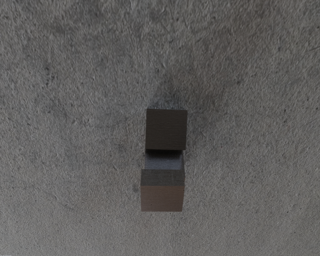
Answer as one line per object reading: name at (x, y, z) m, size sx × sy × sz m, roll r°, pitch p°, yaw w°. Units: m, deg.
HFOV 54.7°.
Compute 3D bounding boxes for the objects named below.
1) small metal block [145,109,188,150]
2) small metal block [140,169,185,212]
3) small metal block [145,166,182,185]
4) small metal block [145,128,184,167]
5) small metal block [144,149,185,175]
small metal block at (0.008, 0.001, 0.394) m, size 0.050 × 0.025 × 0.050 m, roll 2°, pitch 94°, yaw -2°
small metal block at (0.003, 0.076, 0.375) m, size 0.050 × 0.025 × 0.050 m, roll 1°, pitch 130°, yaw -1°
small metal block at (0.004, 0.069, 0.451) m, size 0.050 × 0.025 × 0.050 m, roll 2°, pitch 171°, yaw -2°
small metal block at (0.005, 0.028, 0.433) m, size 0.050 × 0.025 × 0.050 m, roll 2°, pitch 130°, yaw -2°
small metal block at (0.005, 0.053, 0.404) m, size 0.050 × 0.050 × 0.025 m, roll 2°, pitch 130°, yaw -2°
